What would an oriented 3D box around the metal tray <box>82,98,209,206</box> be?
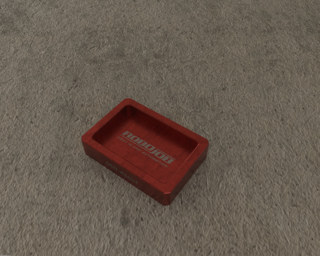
[{"bbox_3d":[-0.018,0.023,0.381,0.130,0.030,0.090,29,55,22],"label":"metal tray"}]
